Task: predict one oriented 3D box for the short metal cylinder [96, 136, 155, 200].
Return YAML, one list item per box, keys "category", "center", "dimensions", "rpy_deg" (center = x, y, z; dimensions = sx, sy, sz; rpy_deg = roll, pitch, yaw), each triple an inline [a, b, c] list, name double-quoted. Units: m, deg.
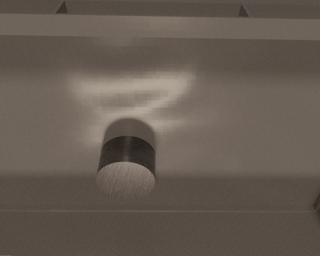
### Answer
- category: "short metal cylinder"
  center: [-0.047, 0.057, 0.441]
  dimensions: [0.081, 0.050, 0.079]
  rpy_deg: [0, 130, 0]
